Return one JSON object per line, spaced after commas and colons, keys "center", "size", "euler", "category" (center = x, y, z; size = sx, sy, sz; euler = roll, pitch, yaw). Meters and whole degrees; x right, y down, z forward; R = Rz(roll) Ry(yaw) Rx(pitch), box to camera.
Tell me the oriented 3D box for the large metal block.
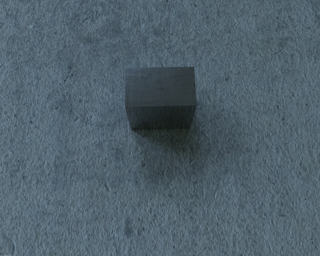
{"center": [0.000, -0.035, 0.393], "size": [0.081, 0.080, 0.050], "euler": [-1, 70, -1], "category": "large metal block"}
